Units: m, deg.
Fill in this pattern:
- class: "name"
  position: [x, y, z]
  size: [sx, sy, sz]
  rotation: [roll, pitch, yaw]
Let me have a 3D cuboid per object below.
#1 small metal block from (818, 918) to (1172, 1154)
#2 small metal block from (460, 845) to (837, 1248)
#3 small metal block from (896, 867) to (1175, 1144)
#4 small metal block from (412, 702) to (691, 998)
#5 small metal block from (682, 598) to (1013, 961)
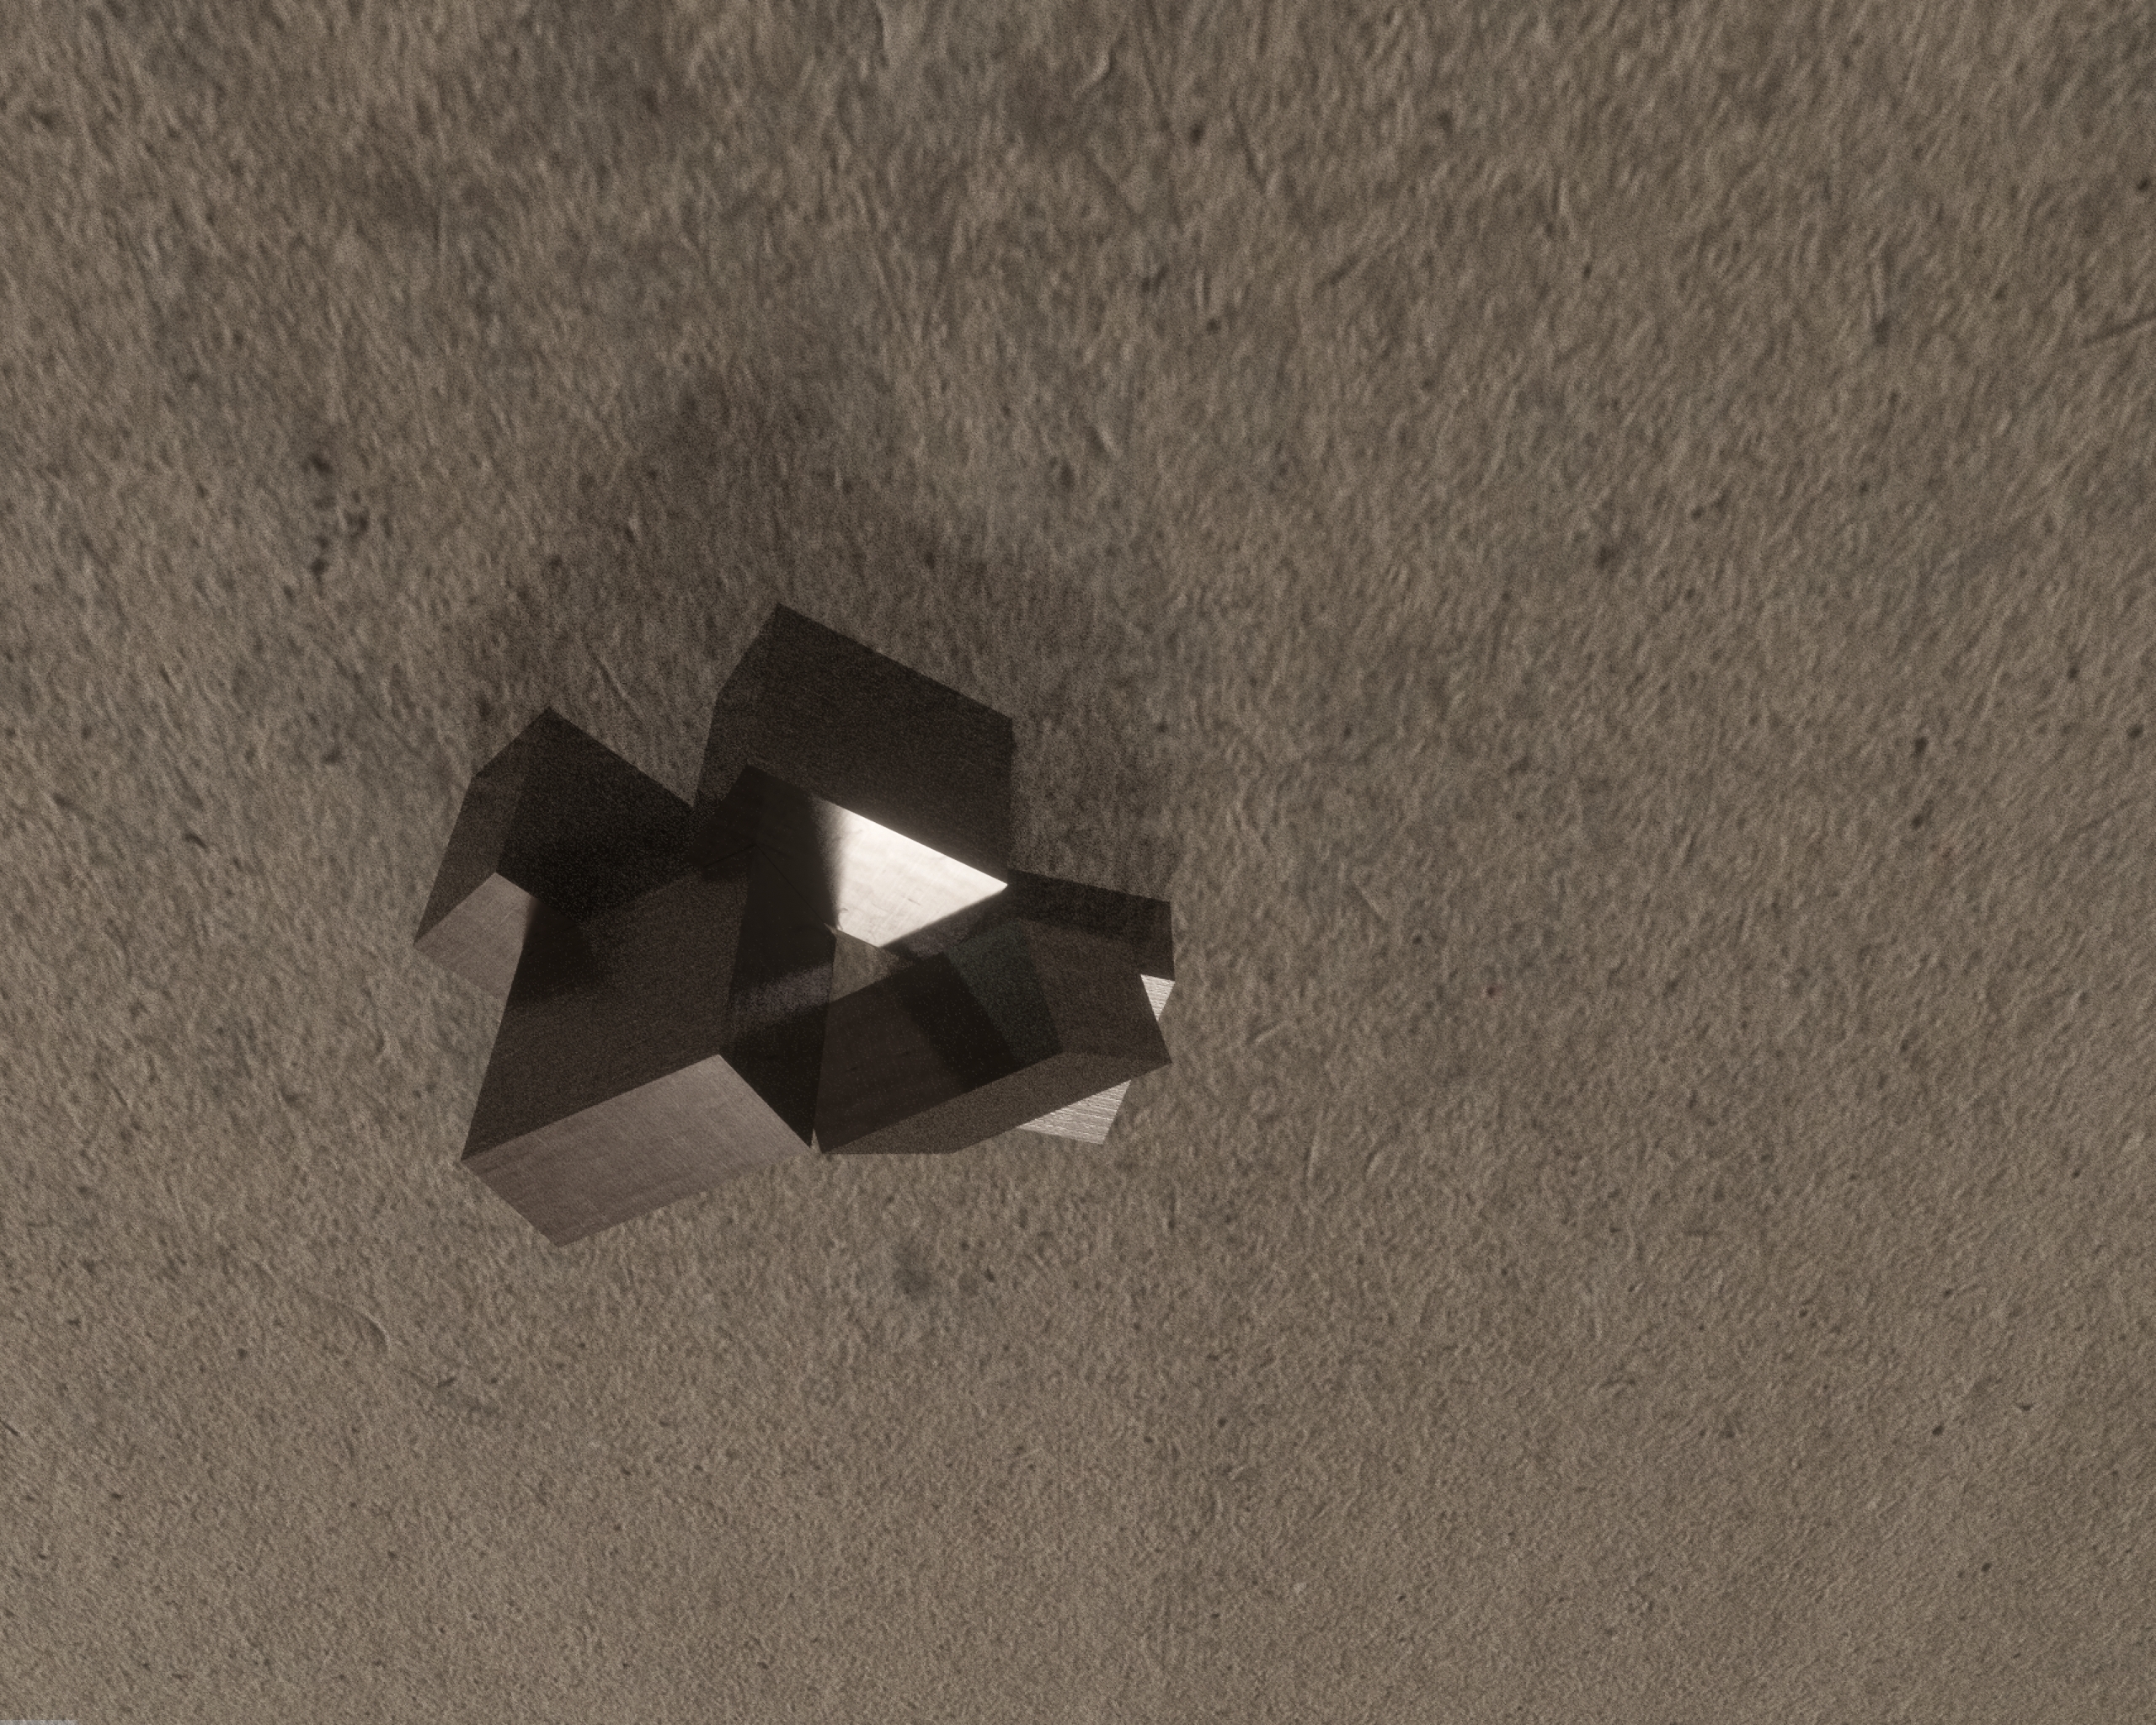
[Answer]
- class: "small metal block"
  position: [-0.018, 0.034, 0.388]
  size: [0.050, 0.025, 0.050]
  rotation: [-25, 164, 19]
- class: "small metal block"
  position: [-0.071, 0.031, 0.352]
  size: [0.050, 0.050, 0.025]
  rotation: [-23, 127, 18]
- class: "small metal block"
  position: [-0.012, 0.029, 0.433]
  size: [0.050, 0.025, 0.050]
  rotation: [12, 129, -11]
- class: "small metal block"
  position: [-0.092, 0.006, 0.396]
  size: [0.025, 0.050, 0.050]
  rotation: [-37, 121, 27]
- class: "small metal block"
  position: [-0.040, -0.014, 0.380]
  size: [0.050, 0.050, 0.025]
  rotation: [26, 125, -21]
